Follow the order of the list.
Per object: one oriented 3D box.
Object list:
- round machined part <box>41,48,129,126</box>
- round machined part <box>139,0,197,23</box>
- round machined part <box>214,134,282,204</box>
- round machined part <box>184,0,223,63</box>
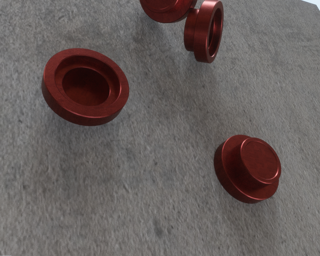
[{"bbox_3d":[-0.091,-0.045,0.372,0.099,0.042,0.098,14,56,-21],"label":"round machined part"},{"bbox_3d":[0.008,-0.218,0.491,0.098,0.098,0.042,47,31,4],"label":"round machined part"},{"bbox_3d":[0.128,0.052,0.433,0.099,0.042,0.098,14,56,-21],"label":"round machined part"},{"bbox_3d":[0.070,-0.157,0.504,0.042,0.097,0.098,13,48,20],"label":"round machined part"}]
